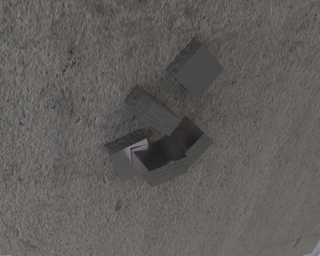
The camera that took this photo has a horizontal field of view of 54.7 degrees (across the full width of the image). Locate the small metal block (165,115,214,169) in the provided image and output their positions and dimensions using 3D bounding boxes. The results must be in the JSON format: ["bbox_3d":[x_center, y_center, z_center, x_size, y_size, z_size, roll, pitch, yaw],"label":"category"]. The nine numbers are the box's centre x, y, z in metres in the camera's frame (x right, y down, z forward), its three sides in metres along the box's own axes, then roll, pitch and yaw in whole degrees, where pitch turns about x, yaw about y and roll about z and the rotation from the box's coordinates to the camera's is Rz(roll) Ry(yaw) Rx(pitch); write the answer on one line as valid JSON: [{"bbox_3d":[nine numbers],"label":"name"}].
[{"bbox_3d":[0.037,0.019,0.422,0.050,0.050,0.025,-47,129,4],"label":"small metal block"}]

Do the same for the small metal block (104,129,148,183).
[{"bbox_3d":[-0.039,0.037,0.408,0.050,0.025,0.050,-25,128,-13],"label":"small metal block"}]

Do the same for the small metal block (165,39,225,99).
[{"bbox_3d":[0.044,-0.073,0.385,0.050,0.025,0.050,-48,129,5],"label":"small metal block"}]

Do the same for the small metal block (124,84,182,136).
[{"bbox_3d":[-0.009,-0.021,0.372,0.050,0.050,0.025,30,101,-38],"label":"small metal block"}]

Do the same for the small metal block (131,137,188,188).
[{"bbox_3d":[-0.001,0.041,0.383,0.050,0.050,0.025,-19,125,-23],"label":"small metal block"}]
